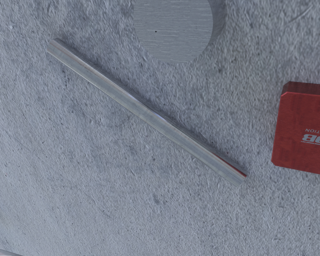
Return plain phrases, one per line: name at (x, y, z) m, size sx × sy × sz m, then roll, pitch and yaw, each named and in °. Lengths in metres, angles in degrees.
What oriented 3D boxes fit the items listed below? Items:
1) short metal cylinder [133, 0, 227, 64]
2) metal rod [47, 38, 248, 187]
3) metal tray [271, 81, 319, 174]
short metal cylinder at (0.021, -0.111, 0.310) m, size 0.080 × 0.050 × 0.079 m, roll 13°, pitch 124°, yaw 20°
metal rod at (-0.019, -0.022, 0.401) m, size 0.301 × 0.025 × 0.025 m, roll 35°, pitch 129°, yaw 4°
metal tray at (0.186, 0.006, 0.310) m, size 0.130 × 0.030 × 0.089 m, roll 10°, pitch 123°, yaw 22°
